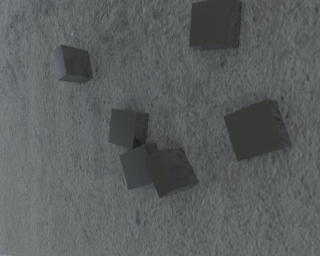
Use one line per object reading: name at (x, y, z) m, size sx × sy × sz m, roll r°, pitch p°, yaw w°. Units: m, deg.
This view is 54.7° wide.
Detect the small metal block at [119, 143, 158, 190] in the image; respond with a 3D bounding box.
small metal block at (-0.024, 0.053, 0.423) m, size 0.050 × 0.025 × 0.050 m, roll -26°, pitch 74°, yaw 36°

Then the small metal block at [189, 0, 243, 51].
small metal block at (0.063, -0.117, 0.352) m, size 0.050 × 0.025 × 0.050 m, roll 7°, pitch 94°, yaw 39°

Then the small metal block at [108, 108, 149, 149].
small metal block at (-0.045, 0.000, 0.440) m, size 0.050 × 0.025 × 0.050 m, roll 12°, pitch 97°, yaw 39°

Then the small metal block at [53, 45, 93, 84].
small metal block at (-0.141, -0.102, 0.502) m, size 0.025 × 0.050 × 0.050 m, roll -20°, pitch 77°, yaw 38°

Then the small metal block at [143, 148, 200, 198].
small metal block at (0.014, 0.053, 0.375) m, size 0.025 × 0.050 × 0.050 m, roll -39°, pitch 67°, yaw 33°

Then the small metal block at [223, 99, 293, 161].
small metal block at (0.101, 0.003, 0.321) m, size 0.050 × 0.025 × 0.050 m, roll -24°, pitch 75°, yaw 37°
